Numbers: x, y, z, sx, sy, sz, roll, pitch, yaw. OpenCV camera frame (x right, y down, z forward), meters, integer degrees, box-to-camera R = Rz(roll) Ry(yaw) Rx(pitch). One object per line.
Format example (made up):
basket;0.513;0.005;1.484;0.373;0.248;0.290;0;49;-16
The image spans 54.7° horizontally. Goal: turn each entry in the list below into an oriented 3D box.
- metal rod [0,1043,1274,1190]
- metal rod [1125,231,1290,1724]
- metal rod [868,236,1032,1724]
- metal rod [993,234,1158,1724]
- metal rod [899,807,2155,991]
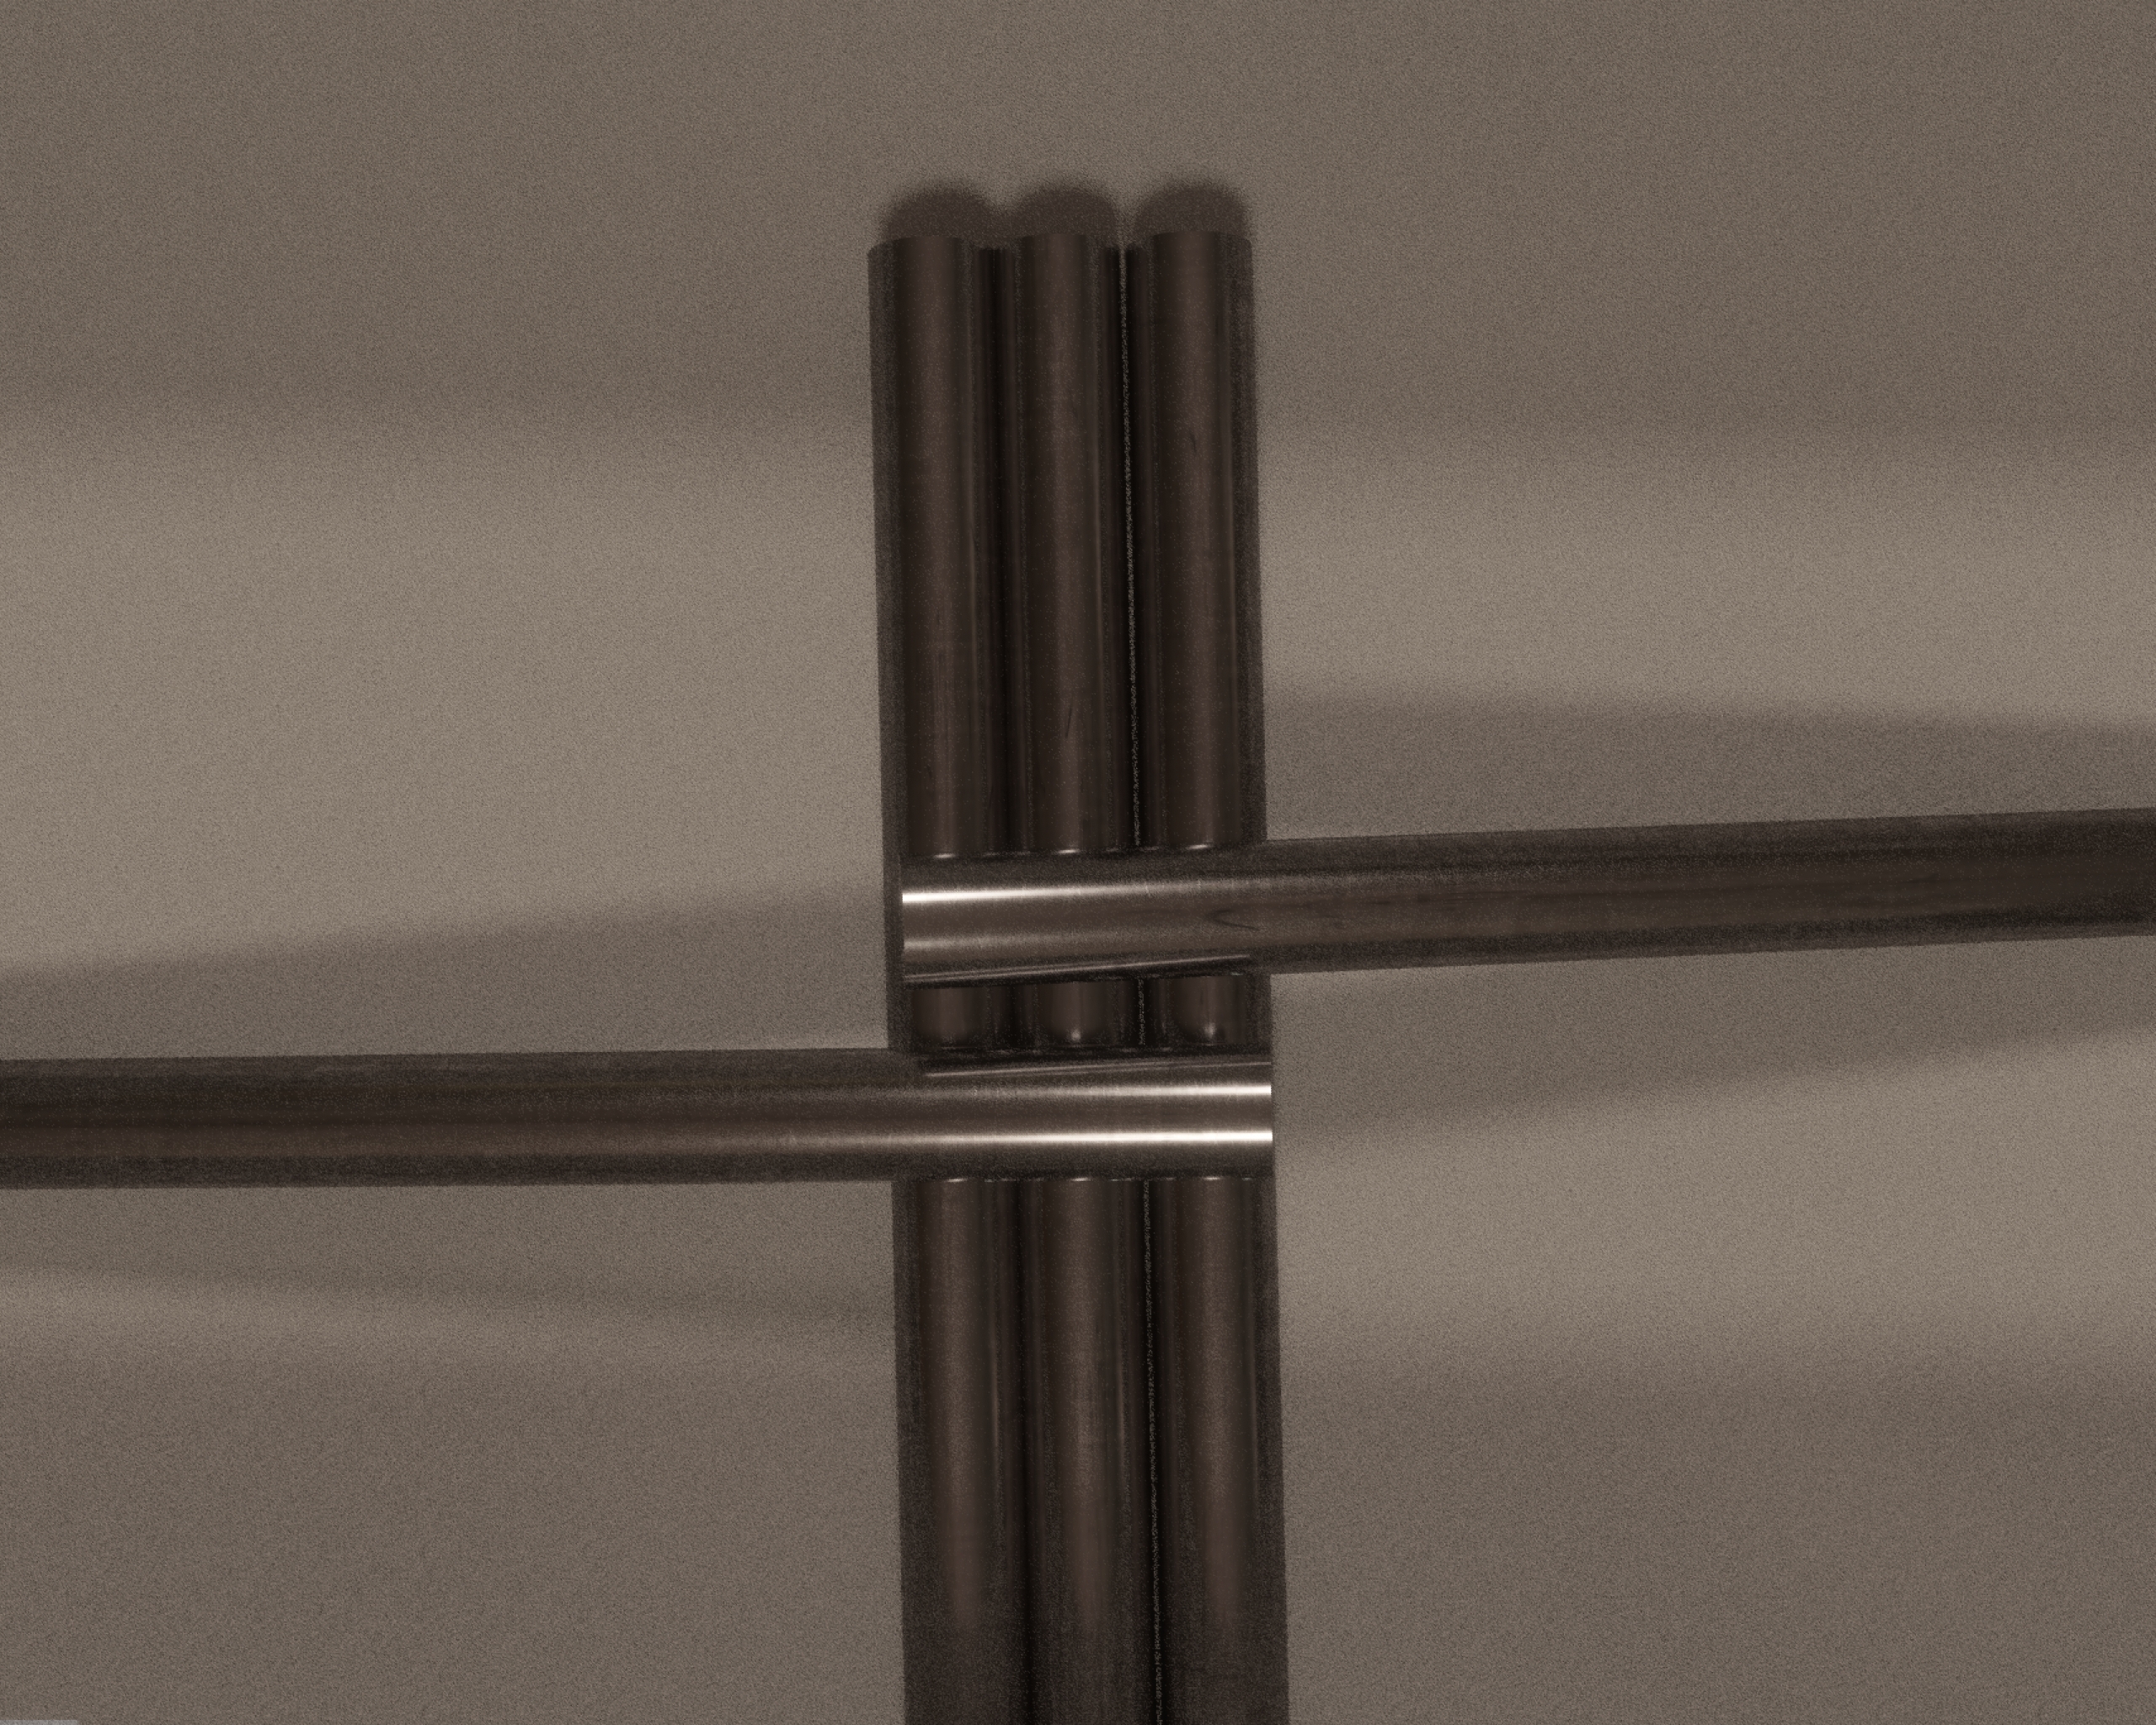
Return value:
metal rod;-0.115;0.048;0.393;0.302;0.025;0.025;-1;90;5
metal rod;0.026;0.028;0.410;0.025;0.025;0.298;-1;90;-1
metal rod;-0.025;0.030;0.410;0.025;0.025;0.298;-1;90;-1
metal rod;0.000;0.029;0.410;0.025;0.025;0.298;-1;90;-1
metal rod;0.118;0.005;0.394;0.302;0.025;0.025;-2;90;-7
